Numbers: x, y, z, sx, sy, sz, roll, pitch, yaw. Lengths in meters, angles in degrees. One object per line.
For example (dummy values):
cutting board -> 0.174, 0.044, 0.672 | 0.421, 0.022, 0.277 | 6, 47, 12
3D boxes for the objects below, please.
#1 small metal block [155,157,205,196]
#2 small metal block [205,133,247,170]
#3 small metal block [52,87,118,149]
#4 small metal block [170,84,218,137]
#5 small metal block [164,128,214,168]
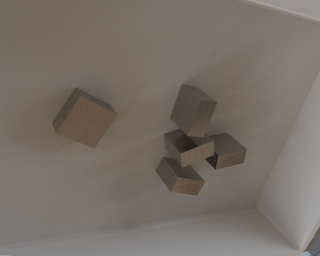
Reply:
small metal block -> 0.029, 0.071, 0.454 | 0.050, 0.050, 0.025 | 16, 110, -35
small metal block -> 0.093, 0.033, 0.466 | 0.050, 0.050, 0.025 | -9, 123, -24
small metal block -> -0.086, -0.011, 0.356 | 0.050, 0.025, 0.050 | 28, 103, -38
small metal block -> 0.042, -0.023, 0.403 | 0.025, 0.050, 0.050 | 4, 116, -31
small metal block -> 0.040, 0.023, 0.430 | 0.050, 0.050, 0.025 | -19, 126, -18
